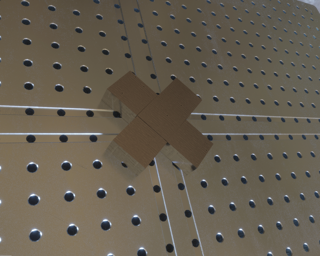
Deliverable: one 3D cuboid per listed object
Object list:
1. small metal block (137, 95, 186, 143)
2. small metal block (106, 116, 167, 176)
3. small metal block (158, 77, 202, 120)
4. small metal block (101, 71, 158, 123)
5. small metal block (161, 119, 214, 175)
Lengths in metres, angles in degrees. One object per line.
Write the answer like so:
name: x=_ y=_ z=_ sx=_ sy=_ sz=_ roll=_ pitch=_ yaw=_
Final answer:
small metal block: x=-0.002 y=-0.008 z=0.412 sx=0.050 sy=0.025 sz=0.050 roll=42 pitch=51 yaw=0
small metal block: x=-0.028 y=0.021 z=0.381 sx=0.050 sy=0.025 sz=0.050 roll=42 pitch=51 yaw=0
small metal block: x=0.025 y=-0.037 z=0.445 sx=0.050 sy=0.025 sz=0.050 roll=42 pitch=51 yaw=0
small metal block: x=-0.040 y=-0.041 z=0.413 sx=0.050 sy=0.025 sz=0.050 roll=42 pitch=51 yaw=0
small metal block: x=0.036 y=0.025 z=0.413 sx=0.050 sy=0.025 sz=0.050 roll=42 pitch=51 yaw=0
